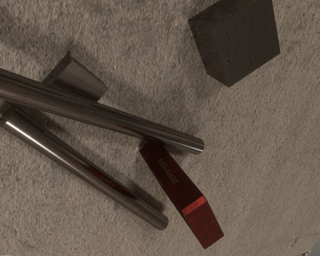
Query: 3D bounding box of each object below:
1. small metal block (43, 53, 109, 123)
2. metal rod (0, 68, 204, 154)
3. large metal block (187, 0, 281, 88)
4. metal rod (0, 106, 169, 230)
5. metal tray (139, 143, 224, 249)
[{"bbox_3d":[-0.093,-0.042,0.331,0.050,0.025,0.050,-47,130,5],"label":"small metal block"},{"bbox_3d":[-0.047,-0.008,0.351,0.302,0.025,0.025,19,109,-44],"label":"metal rod"},{"bbox_3d":[0.091,-0.110,0.374,0.080,0.050,0.080,-34,129,-6],"label":"large metal block"},{"bbox_3d":[-0.076,0.071,0.410,0.025,0.025,0.300,-43,130,1],"label":"metal rod"},{"bbox_3d":[0.025,0.083,0.406,0.030,0.130,0.090,-33,129,-7],"label":"metal tray"}]
